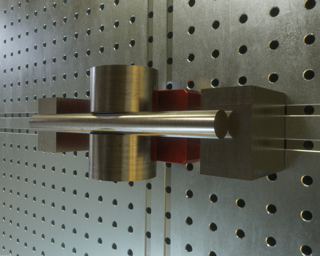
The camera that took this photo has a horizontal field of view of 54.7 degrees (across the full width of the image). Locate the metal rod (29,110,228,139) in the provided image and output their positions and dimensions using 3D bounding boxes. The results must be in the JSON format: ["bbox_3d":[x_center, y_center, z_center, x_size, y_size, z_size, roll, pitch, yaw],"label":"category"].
[{"bbox_3d":[-0.064,-0.005,0.357,0.300,0.025,0.025,1,91,40],"label":"metal rod"}]

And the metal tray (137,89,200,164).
[{"bbox_3d":[-0.009,-0.003,0.414,0.130,0.030,0.089,2,91,40],"label":"metal tray"}]

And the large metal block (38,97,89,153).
[{"bbox_3d":[-0.142,-0.005,0.489,0.050,0.081,0.080,1,91,40],"label":"large metal block"}]

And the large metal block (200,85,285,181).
[{"bbox_3d":[0.083,0.004,0.304,0.050,0.081,0.080,1,91,40],"label":"large metal block"}]

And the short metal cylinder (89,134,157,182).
[{"bbox_3d":[-0.044,0.032,0.371,0.080,0.081,0.050,1,91,40],"label":"short metal cylinder"}]

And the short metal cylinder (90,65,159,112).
[{"bbox_3d":[-0.042,-0.043,0.369,0.080,0.081,0.050,1,91,40],"label":"short metal cylinder"}]
